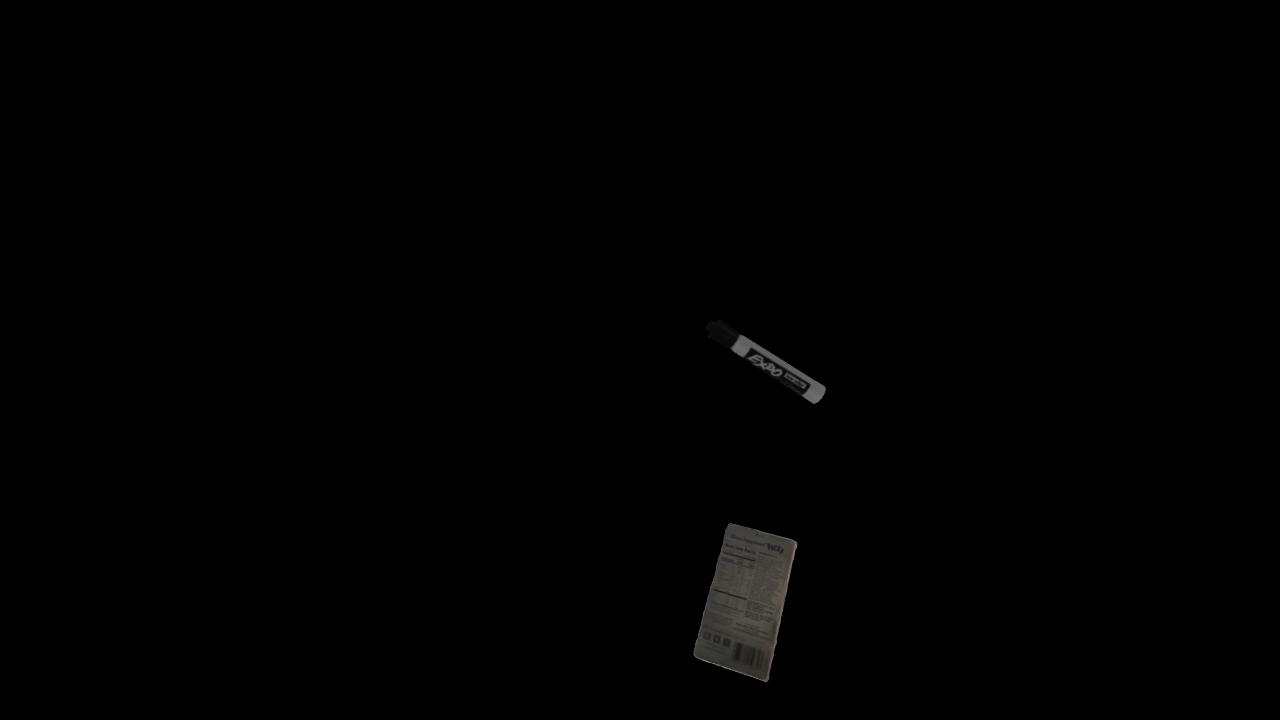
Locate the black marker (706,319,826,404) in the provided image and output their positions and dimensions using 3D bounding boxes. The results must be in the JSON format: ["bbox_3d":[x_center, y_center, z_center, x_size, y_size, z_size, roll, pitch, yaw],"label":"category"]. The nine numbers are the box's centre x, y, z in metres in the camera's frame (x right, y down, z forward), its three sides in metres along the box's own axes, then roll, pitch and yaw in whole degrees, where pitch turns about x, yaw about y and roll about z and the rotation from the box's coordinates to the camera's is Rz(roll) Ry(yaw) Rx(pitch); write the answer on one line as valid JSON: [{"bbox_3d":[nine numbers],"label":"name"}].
[{"bbox_3d":[0.112,0.000,0.552,0.121,0.020,0.020,32,-3,-4],"label":"black marker"}]

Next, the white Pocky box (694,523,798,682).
[{"bbox_3d":[0.122,0.272,0.702,0.084,0.154,0.028,10,-26,21],"label":"white Pocky box"}]
